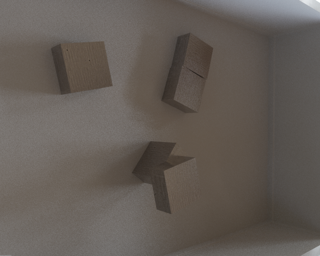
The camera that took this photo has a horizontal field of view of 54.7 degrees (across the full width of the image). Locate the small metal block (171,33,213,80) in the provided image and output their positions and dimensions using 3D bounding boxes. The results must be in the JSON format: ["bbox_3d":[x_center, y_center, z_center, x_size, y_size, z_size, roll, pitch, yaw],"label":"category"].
[{"bbox_3d":[0.047,-0.101,0.448,0.050,0.025,0.050,20,77,-39],"label":"small metal block"}]

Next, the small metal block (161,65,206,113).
[{"bbox_3d":[0.034,-0.053,0.438,0.050,0.025,0.050,24,75,-38],"label":"small metal block"}]

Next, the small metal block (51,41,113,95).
[{"bbox_3d":[-0.084,-0.066,0.337,0.050,0.025,0.050,-17,101,-39],"label":"small metal block"}]

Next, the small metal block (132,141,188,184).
[{"bbox_3d":[0.000,0.045,0.392,0.025,0.050,0.050,45,63,-31],"label":"small metal block"}]

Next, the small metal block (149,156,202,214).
[{"bbox_3d":[0.019,0.064,0.359,0.050,0.025,0.050,-17,101,-39],"label":"small metal block"}]
